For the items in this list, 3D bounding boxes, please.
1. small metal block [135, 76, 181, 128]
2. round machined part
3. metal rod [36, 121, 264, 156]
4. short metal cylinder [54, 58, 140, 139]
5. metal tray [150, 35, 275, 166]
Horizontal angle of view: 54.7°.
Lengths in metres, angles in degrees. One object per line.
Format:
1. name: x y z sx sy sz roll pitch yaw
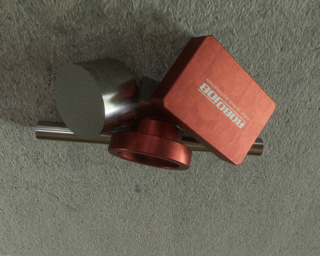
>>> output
1. small metal block: -0.002 -0.030 0.365 0.050 0.050 0.025 18 128 -15
2. round machined part: -0.009 0.019 0.373 0.099 0.042 0.098 11 165 3
3. metal rod: -0.010 0.015 0.421 0.302 0.025 0.025 5 130 -4
4. short metal cylinder: -0.069 -0.033 0.337 0.080 0.050 0.079 16 117 34
5. metal tray: 0.064 -0.028 0.349 0.130 0.030 0.090 38 82 -28
